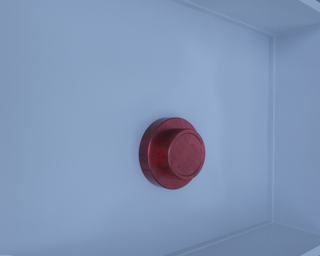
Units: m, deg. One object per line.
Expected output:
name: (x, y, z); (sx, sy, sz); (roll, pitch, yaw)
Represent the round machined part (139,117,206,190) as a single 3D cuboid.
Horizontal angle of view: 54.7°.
round machined part: (0.023, 0.034, 0.417); (0.099, 0.042, 0.097); (0, 90, -40)
